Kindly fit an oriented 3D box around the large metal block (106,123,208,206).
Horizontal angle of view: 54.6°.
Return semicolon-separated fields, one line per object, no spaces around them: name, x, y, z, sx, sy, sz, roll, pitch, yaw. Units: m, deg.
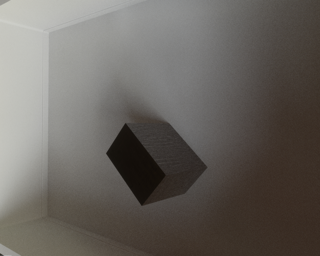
large metal block;-0.004;0.039;0.375;0.080;0.081;0.050;50;120;28
